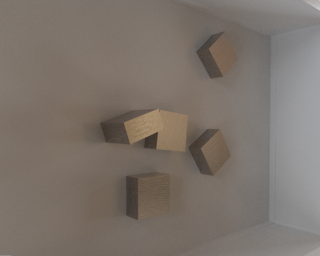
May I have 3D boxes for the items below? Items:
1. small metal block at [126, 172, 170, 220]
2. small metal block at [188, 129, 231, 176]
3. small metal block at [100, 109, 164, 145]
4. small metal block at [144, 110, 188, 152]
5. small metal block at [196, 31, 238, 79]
[{"bbox_3d":[-0.015,0.085,0.394,0.050,0.025,0.050,0,90,-40],"label":"small metal block"},{"bbox_3d":[0.077,0.036,0.471,0.050,0.025,0.050,-40,115,-32],"label":"small metal block"},{"bbox_3d":[-0.033,-0.002,0.363,0.050,0.050,0.025,-25,106,-37],"label":"small metal block"},{"bbox_3d":[0.009,0.004,0.414,0.050,0.025,0.050,8,85,-40],"label":"small metal block"},{"bbox_3d":[0.090,-0.113,0.481,0.050,0.025,0.050,-50,119,-28],"label":"small metal block"}]
